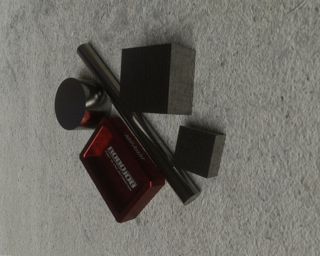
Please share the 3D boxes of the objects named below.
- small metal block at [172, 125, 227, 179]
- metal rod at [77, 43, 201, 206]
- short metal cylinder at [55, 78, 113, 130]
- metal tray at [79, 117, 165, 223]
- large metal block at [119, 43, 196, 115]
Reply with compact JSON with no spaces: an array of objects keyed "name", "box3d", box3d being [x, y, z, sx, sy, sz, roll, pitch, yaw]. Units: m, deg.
[{"name":"small metal block","box3d":[0.046,0.027,0.367,0.050,0.025,0.050,17,101,38]},{"name":"metal rod","box3d":[-0.043,-0.021,0.439,0.025,0.025,0.300,-52,60,27]},{"name":"short metal cylinder","box3d":[-0.121,-0.036,0.487,0.080,0.050,0.079,0,90,39]},{"name":"metal tray","box3d":[-0.060,0.058,0.450,0.130,0.030,0.090,52,120,27]},{"name":"large metal block","box3d":[-0.004,-0.058,0.392,0.080,0.050,0.079,6,94,39]}]
